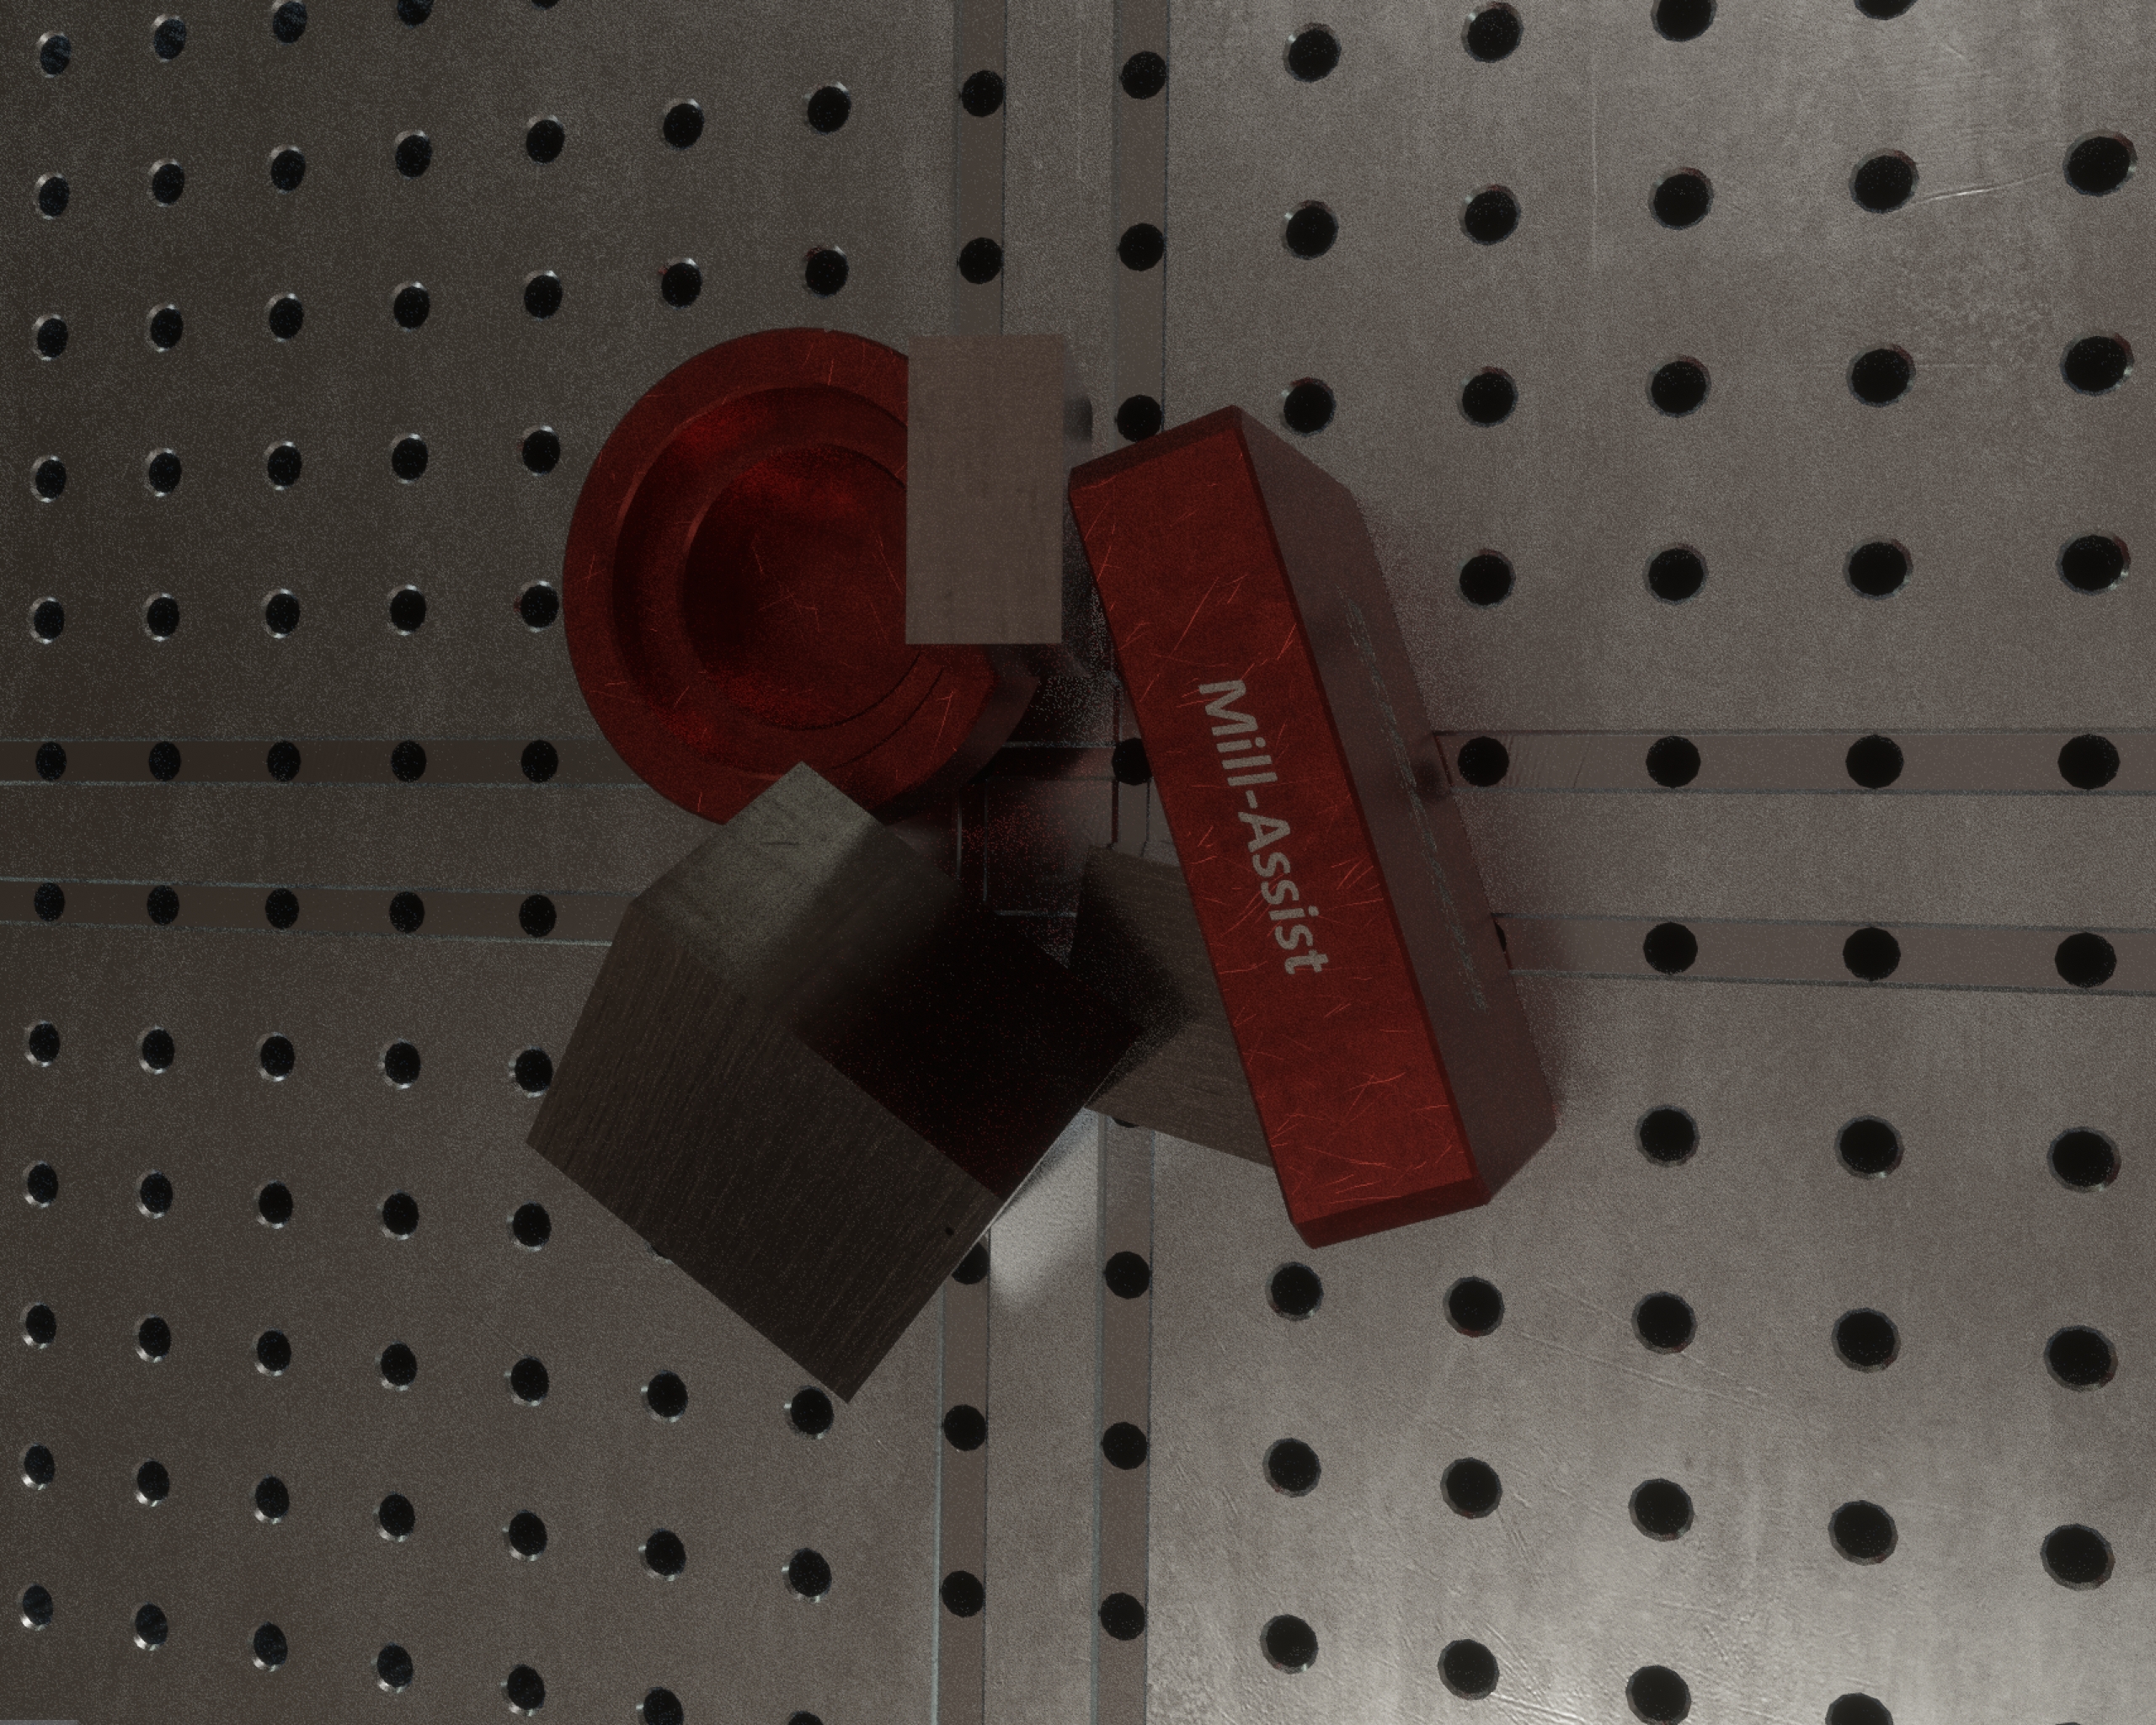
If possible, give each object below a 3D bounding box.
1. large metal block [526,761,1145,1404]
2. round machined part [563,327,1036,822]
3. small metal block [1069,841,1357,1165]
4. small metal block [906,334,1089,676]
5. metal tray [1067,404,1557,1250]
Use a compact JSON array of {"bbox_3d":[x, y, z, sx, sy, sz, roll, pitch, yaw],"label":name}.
[{"bbox_3d":[-0.047,0.042,0.391,0.080,0.050,0.080,38,134,4],"label":"large metal block"},{"bbox_3d":[-0.050,-0.054,0.420,0.098,0.042,0.097,0,90,19],"label":"round machined part"},{"bbox_3d":[0.026,0.026,0.397,0.050,0.025,0.050,14,99,30],"label":"small metal block"},{"bbox_3d":[-0.012,-0.059,0.359,0.025,0.050,0.050,0,89,6],"label":"small metal block"},{"bbox_3d":[0.044,-0.006,0.362,0.030,0.090,0.129,-19,84,19],"label":"metal tray"}]
